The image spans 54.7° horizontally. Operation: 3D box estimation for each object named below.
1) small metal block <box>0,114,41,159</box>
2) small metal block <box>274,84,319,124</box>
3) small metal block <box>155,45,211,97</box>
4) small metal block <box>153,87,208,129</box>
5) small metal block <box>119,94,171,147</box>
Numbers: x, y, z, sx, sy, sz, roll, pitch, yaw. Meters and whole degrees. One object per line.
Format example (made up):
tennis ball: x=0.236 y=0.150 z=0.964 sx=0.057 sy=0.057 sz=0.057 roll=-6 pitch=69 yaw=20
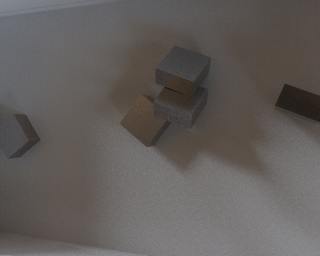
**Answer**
small metal block: x=-0.226 y=0.013 z=0.488 sx=0.050 sy=0.025 sz=0.050 roll=-37 pitch=79 yaw=16
small metal block: x=0.157 y=-0.026 z=0.342 sx=0.050 sy=0.050 sz=0.025 roll=24 pitch=98 yaw=18
small metal block: x=0.029 y=-0.072 z=0.385 sx=0.050 sy=0.025 sz=0.050 roll=24 pitch=56 yaw=18
small metal block: x=0.026 y=-0.032 z=0.386 sx=0.050 sy=0.025 sz=0.050 roll=21 pitch=52 yaw=18
small metal block: x=-0.017 y=-0.010 z=0.416 sx=0.050 sy=0.025 sz=0.050 roll=40 pitch=102 yaw=15
